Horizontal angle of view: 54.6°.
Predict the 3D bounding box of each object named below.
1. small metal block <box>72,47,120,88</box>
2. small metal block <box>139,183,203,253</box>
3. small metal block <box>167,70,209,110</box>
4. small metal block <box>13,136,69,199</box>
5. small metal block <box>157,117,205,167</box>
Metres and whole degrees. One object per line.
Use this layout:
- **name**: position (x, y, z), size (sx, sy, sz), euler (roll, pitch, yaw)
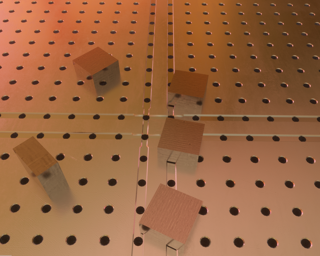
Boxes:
- **small metal block**: position (-0.100, -0.097, 0.489), size (0.050, 0.025, 0.050), euler (37, 59, 27)
- **small metal block**: position (0.012, 0.094, 0.329), size (0.050, 0.025, 0.050), euler (20, 53, 16)
- **small metal block**: position (0.041, -0.056, 0.456), size (0.050, 0.025, 0.050), euler (11, 51, 9)
- **small metal block**: position (-0.135, 0.045, 0.353), size (0.050, 0.050, 0.025), euler (37, 59, 27)
- **small metal block**: position (0.027, 0.017, 0.394), size (0.050, 0.025, 0.050), euler (10, 51, 8)
